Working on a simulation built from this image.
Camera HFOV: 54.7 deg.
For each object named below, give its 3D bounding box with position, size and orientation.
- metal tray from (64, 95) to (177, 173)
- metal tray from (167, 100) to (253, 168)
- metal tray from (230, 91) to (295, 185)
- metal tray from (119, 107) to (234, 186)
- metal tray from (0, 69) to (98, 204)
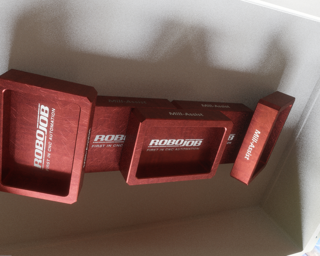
[{"bbox_3d":[-0.048,0.008,0.383,0.131,0.030,0.089,0,118,-28],"label":"metal tray"},{"bbox_3d":[0.067,0.009,0.446,0.131,0.030,0.089,0,118,-28],"label":"metal tray"},{"bbox_3d":[0.157,0.014,0.472,0.091,0.030,0.129,-21,132,-52],"label":"metal tray"},{"bbox_3d":[0.021,0.023,0.390,0.131,0.030,0.089,1,118,-29],"label":"metal tray"},{"bbox_3d":[-0.121,0.013,0.322,0.091,0.030,0.129,12,115,-6],"label":"metal tray"}]
